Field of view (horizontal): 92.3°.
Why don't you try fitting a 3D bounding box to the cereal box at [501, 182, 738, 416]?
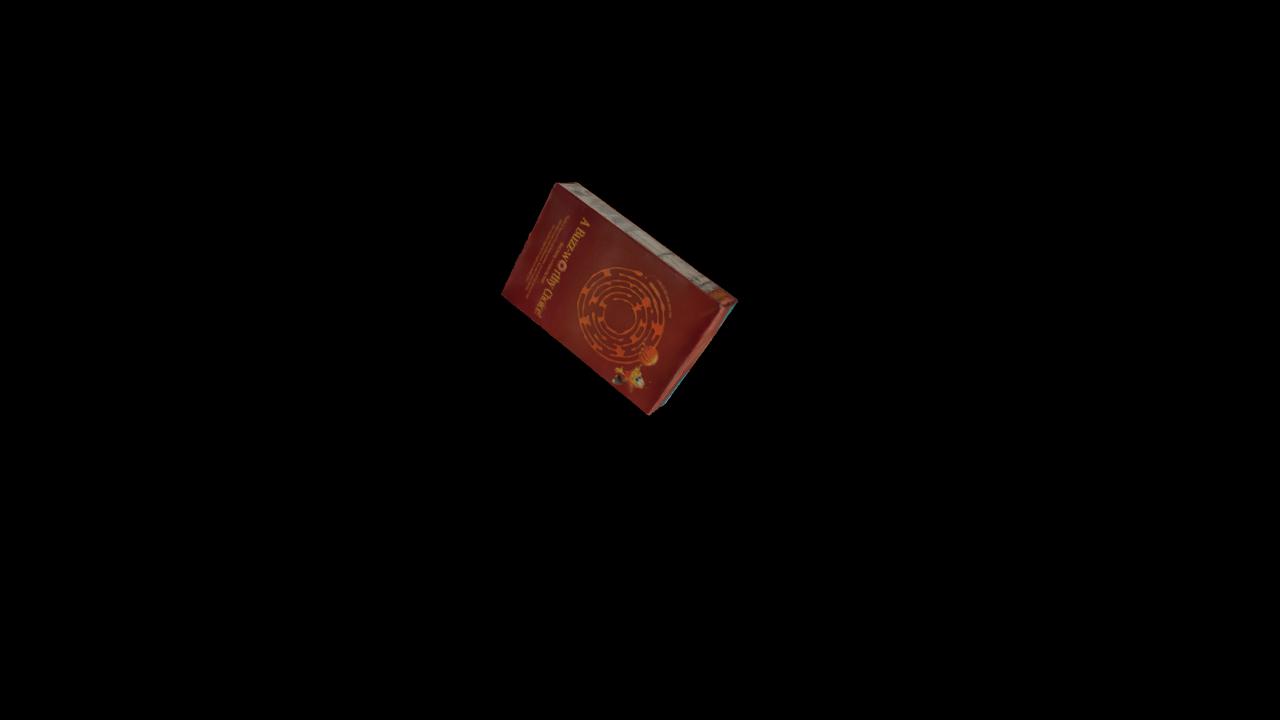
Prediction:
[{"bbox_3d":[-0.038,-0.091,0.903,0.306,0.203,0.081,38,26,12],"label":"cereal box"}]
